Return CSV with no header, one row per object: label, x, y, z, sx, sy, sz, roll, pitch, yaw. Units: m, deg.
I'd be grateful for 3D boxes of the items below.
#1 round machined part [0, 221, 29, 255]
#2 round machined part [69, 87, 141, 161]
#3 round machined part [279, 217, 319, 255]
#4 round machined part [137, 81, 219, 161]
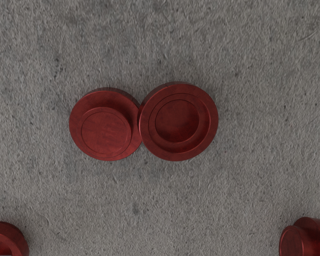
round machined part,-0.246,0.181,0.465,0.099,0.042,0.097,0,110,0
round machined part,-0.068,0.000,0.400,0.099,0.042,0.097,0,110,0
round machined part,0.203,0.175,0.437,0.042,0.098,0.097,10,110,-4
round machined part,0.020,-0.011,0.390,0.099,0.042,0.097,-4,108,-11
